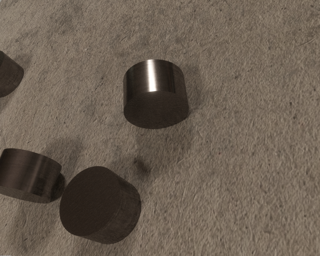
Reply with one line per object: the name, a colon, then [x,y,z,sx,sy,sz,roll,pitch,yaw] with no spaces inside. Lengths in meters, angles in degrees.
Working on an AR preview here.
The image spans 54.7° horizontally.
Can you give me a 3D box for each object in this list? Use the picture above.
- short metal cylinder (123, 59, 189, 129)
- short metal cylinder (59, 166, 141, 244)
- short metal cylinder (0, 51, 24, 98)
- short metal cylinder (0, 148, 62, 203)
short metal cylinder: [-0.006,-0.041,0.396,0.080,0.080,0.050,-17,55,18]
short metal cylinder: [-0.070,0.092,0.367,0.080,0.050,0.080,-13,56,20]
short metal cylinder: [-0.323,-0.108,0.620,0.080,0.050,0.080,-13,56,20]
short metal cylinder: [-0.182,0.067,0.421,0.080,0.080,0.050,-3,61,26]
